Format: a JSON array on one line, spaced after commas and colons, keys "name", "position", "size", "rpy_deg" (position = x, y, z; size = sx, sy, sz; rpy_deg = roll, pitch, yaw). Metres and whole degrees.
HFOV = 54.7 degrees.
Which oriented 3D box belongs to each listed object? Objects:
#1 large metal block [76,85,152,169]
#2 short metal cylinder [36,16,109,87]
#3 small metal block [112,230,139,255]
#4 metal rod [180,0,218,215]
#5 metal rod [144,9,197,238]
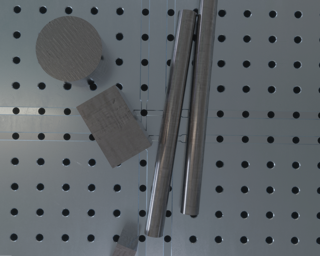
[{"name": "large metal block", "position": [-0.052, -0.002, 0.385], "size": [0.050, 0.080, 0.080], "rpy_deg": [-31, 90, 0]}, {"name": "short metal cylinder", "position": [-0.110, -0.096, 0.400], "size": [0.081, 0.050, 0.079], "rpy_deg": [0, 90, 0]}, {"name": "small metal block", "position": [-0.050, 0.168, 0.401], "size": [0.025, 0.050, 0.050], "rpy_deg": [23, 90, 0]}, {"name": "metal rod", "position": [0.053, -0.035, 0.413], "size": [0.025, 0.025, 0.298], "rpy_deg": [5, 90, 0]}, {"name": "metal rod", "position": [0.014, -0.006, 0.413], "size": [0.025, 0.025, 0.298], "rpy_deg": [9, 90, 0]}]
